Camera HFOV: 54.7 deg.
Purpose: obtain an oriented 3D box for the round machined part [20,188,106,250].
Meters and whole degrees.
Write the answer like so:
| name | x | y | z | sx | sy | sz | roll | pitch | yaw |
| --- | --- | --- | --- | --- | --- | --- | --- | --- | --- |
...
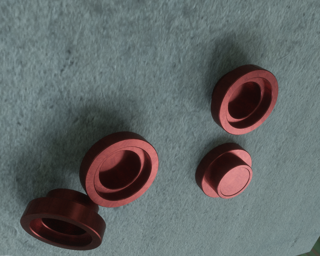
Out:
| name | x | y | z | sx | sy | sz | roll | pitch | yaw |
| --- | --- | --- | --- | --- | --- | --- | --- | --- | --- |
| round machined part | -0.115 | 0.110 | 0.382 | 0.099 | 0.042 | 0.097 | 6 | 137 | 6 |

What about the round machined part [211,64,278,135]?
| name | x | y | z | sx | sy | sz | roll | pitch | yaw |
| --- | --- | --- | --- | --- | --- | --- | --- | --- | --- |
| round machined part | 0.112 | -0.043 | 0.433 | 0.099 | 0.042 | 0.097 | -14 | 125 | -21 |

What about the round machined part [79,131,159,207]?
| name | x | y | z | sx | sy | sz | roll | pitch | yaw |
| --- | --- | --- | --- | --- | --- | --- | --- | --- | --- |
| round machined part | -0.054 | 0.048 | 0.392 | 0.099 | 0.042 | 0.097 | -16 | 122 | -27 |

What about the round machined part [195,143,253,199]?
| name | x | y | z | sx | sy | sz | roll | pitch | yaw |
| --- | --- | --- | --- | --- | --- | --- | --- | --- | --- |
| round machined part | 0.111 | 0.076 | 0.506 | 0.099 | 0.042 | 0.097 | -14 | 125 | -21 |
